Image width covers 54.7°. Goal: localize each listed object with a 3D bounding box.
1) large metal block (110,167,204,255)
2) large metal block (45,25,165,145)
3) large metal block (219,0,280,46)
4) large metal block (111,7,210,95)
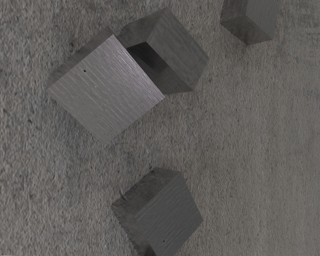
[{"bbox_3d":[-0.002,0.107,0.387,0.080,0.050,0.080,-38,114,-33],"label":"large metal block"},{"bbox_3d":[-0.055,-0.043,0.318,0.080,0.050,0.080,-38,120,6],"label":"large metal block"},{"bbox_3d":[0.150,-0.196,0.514,0.080,0.050,0.080,22,76,-38],"label":"large metal block"},{"bbox_3d":[-0.003,-0.084,0.366,0.080,0.080,0.050,41,65,-33],"label":"large metal block"}]
